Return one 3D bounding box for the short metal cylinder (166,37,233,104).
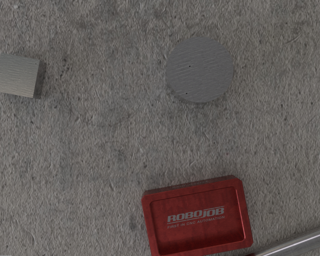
[{"bbox_3d":[0.048,-0.071,0.398,0.081,0.050,0.080,0,90,0],"label":"short metal cylinder"}]

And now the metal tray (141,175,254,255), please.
[{"bbox_3d":[0.048,0.118,0.407,0.131,0.030,0.089,-11,90,0],"label":"metal tray"}]

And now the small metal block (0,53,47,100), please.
[{"bbox_3d":[-0.183,-0.067,0.408,0.050,0.025,0.050,10,90,0],"label":"small metal block"}]

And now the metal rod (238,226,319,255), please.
[{"bbox_3d":[0.094,0.188,0.410,0.301,0.025,0.025,-20,90,0],"label":"metal rod"}]
